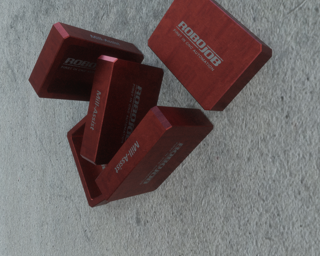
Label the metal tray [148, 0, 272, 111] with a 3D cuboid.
[{"bbox_3d":[0.051,-0.094,0.360,0.090,0.030,0.130,-52,60,27],"label":"metal tray"}]

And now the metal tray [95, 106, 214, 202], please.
[{"bbox_3d":[-0.007,0.032,0.368,0.129,0.091,0.030,-51,61,28],"label":"metal tray"}]

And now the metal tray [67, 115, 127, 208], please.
[{"bbox_3d":[-0.091,0.044,0.475,0.090,0.030,0.130,-35,69,34],"label":"metal tray"}]

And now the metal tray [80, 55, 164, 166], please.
[{"bbox_3d":[-0.047,-0.021,0.400,0.030,0.091,0.129,21,103,38],"label":"metal tray"}]

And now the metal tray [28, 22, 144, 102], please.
[{"bbox_3d":[-0.093,-0.079,0.413,0.030,0.131,0.090,51,119,27],"label":"metal tray"}]
